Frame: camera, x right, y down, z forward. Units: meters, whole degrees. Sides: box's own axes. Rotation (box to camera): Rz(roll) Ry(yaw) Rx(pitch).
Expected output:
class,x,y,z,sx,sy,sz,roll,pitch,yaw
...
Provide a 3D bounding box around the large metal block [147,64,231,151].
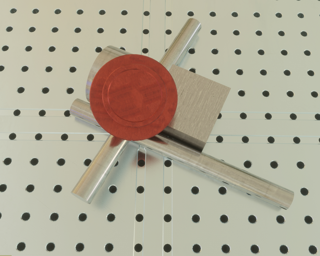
class,x,y,z,sx,sy,sz,roll,pitch,yaw
large metal block,0.035,-0.024,0.404,0.080,0.050,0.080,24,72,8

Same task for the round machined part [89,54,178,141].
class,x,y,z,sx,sy,sz,roll,pitch,yaw
round machined part,-0.029,-0.034,0.345,0.099,0.042,0.097,0,90,-7

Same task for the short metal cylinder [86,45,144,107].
class,x,y,z,sx,sy,sz,roll,pitch,yaw
short metal cylinder,-0.053,-0.060,0.403,0.050,0.080,0.080,24,72,8

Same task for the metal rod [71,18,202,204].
class,x,y,z,sx,sy,sz,roll,pitch,yaw
metal rod,-0.018,-0.039,0.405,0.025,0.025,0.300,27,64,9

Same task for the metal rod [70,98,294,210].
class,x,y,z,sx,sy,sz,roll,pitch,yaw
metal rod,0.022,0.030,0.400,0.301,0.025,0.025,23,72,8
